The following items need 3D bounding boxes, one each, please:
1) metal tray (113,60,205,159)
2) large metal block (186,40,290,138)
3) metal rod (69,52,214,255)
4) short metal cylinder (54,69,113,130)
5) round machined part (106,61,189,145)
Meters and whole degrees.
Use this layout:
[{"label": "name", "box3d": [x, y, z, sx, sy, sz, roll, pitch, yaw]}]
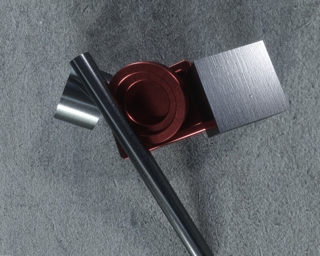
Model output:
[{"label": "metal tray", "box3d": [-0.003, -0.021, 0.408, 0.130, 0.030, 0.090, -22, 83, 18]}, {"label": "large metal block", "box3d": [0.084, -0.041, 0.349, 0.081, 0.050, 0.080, -18, 83, -8]}, {"label": "metal rod", "box3d": [-0.014, 0.048, 0.368, 0.025, 0.025, 0.299, -29, 98, 17]}, {"label": "short metal cylinder", "box3d": [-0.101, -0.042, 0.408, 0.050, 0.080, 0.080, 20, 98, -18]}, {"label": "round machined part", "box3d": [-0.013, -0.032, 0.379, 0.098, 0.042, 0.097, 4, 106, 14]}]
